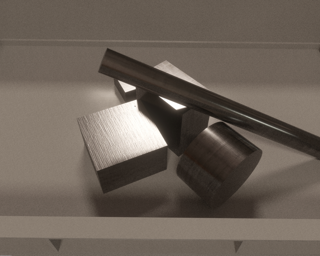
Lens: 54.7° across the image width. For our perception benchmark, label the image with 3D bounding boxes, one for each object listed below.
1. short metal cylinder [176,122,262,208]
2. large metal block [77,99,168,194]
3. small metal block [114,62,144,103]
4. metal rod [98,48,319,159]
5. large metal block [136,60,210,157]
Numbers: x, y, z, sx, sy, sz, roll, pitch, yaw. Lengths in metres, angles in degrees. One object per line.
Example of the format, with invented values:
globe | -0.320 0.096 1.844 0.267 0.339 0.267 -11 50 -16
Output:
short metal cylinder | 0.064 0.040 0.337 0.080 0.080 0.050 -34 58 -25
large metal block | -0.045 0.020 0.372 0.081 0.050 0.080 -19 53 -16
small metal block | -0.037 -0.067 0.461 0.050 0.025 0.050 -20 53 -17
metal rod | 0.081 -0.016 0.339 0.302 0.025 0.025 20 48 -17
large metal block | 0.016 -0.024 0.390 0.050 0.080 0.080 -35 58 -26
